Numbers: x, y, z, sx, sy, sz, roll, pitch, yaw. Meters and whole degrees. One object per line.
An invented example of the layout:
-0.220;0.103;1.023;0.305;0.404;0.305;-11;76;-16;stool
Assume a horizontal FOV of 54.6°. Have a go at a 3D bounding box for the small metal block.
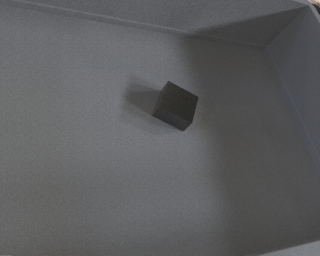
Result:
0.022;-0.031;0.436;0.050;0.025;0.050;27;52;-12;small metal block
